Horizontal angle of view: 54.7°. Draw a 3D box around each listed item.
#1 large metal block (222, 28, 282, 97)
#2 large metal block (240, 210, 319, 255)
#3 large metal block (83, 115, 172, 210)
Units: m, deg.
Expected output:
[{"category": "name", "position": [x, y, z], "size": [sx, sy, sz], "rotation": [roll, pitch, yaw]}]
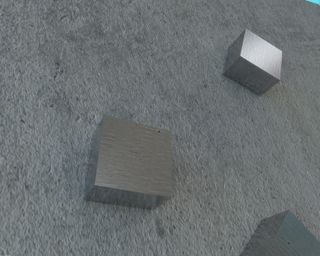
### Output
[{"category": "large metal block", "position": [0.164, -0.115, 0.546], "size": [0.080, 0.050, 0.080], "rotation": [28, 52, -11]}, {"category": "large metal block", "position": [0.151, 0.161, 0.371], "size": [0.080, 0.050, 0.080], "rotation": [48, 51, 5]}, {"category": "large metal block", "position": [-0.034, 0.040, 0.344], "size": [0.081, 0.050, 0.080], "rotation": [14, 56, -20]}]
